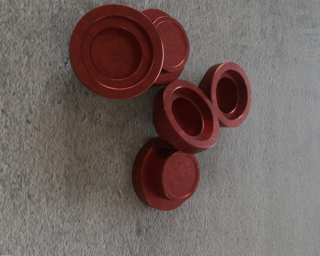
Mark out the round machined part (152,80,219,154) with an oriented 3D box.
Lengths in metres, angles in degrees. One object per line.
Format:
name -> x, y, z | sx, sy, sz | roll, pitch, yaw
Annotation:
round machined part -> 0.029, -0.011, 0.408 | 0.099, 0.042, 0.098 | 22, 53, -33

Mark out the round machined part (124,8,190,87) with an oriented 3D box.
round machined part -> 0.000, -0.103, 0.396 | 0.099, 0.042, 0.097 | 0, 90, -40

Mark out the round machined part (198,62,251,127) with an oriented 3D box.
round machined part -> 0.095, -0.050, 0.477 | 0.099, 0.042, 0.097 | 0, 90, -40

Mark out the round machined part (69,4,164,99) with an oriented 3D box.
round machined part -> -0.049, -0.081, 0.341 | 0.099, 0.042, 0.097 | -3, 98, -19

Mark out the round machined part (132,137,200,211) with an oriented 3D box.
round machined part -> 0.015, 0.061, 0.409 | 0.099, 0.042, 0.097 | 0, 90, -40
